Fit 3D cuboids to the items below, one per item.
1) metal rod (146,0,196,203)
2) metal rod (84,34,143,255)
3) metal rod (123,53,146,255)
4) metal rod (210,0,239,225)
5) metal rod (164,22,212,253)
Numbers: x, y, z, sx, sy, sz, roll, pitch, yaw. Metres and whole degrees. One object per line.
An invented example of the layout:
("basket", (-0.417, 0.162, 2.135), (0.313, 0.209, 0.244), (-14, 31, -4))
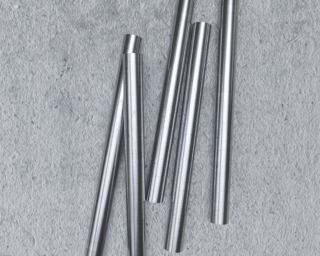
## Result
("metal rod", (0.016, -0.052, 0.409), (0.025, 0.025, 0.298), (9, 90, 0))
("metal rod", (-0.062, 0.027, 0.409), (0.025, 0.025, 0.298), (10, 90, 0))
("metal rod", (-0.032, 0.058, 0.396), (0.025, 0.025, 0.298), (-1, 95, 0))
("metal rod", (0.085, -0.025, 0.410), (0.025, 0.025, 0.298), (3, 90, 0))
("metal rod", (0.037, 0.012, 0.410), (0.025, 0.025, 0.298), (7, 90, 0))
